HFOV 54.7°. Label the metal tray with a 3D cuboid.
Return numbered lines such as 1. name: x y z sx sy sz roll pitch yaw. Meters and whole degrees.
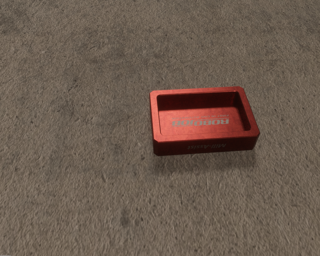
1. metal tray: 0.054 -0.011 0.410 0.131 0.030 0.090 -3 50 -4
